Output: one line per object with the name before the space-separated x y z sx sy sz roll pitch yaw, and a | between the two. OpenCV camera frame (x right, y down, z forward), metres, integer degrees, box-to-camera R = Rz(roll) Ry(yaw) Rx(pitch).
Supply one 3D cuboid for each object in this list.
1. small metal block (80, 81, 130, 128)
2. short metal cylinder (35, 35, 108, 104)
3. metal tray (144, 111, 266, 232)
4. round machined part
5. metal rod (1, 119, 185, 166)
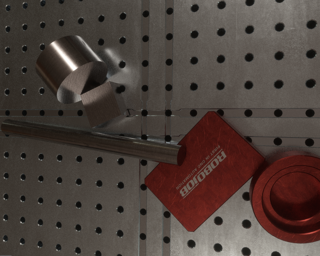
small metal block | -0.078 -0.032 0.439 0.050 0.025 0.050 -22 83 18
short metal cylinder | -0.120 -0.079 0.424 0.080 0.080 0.050 -44 76 14
metal tray | 0.055 0.054 0.390 0.090 0.030 0.130 45 104 14
round machined part | 0.150 0.072 0.343 0.098 0.042 0.097 1 99 9
metal rod | -0.109 0.016 0.432 0.301 0.025 0.025 7 93 25
